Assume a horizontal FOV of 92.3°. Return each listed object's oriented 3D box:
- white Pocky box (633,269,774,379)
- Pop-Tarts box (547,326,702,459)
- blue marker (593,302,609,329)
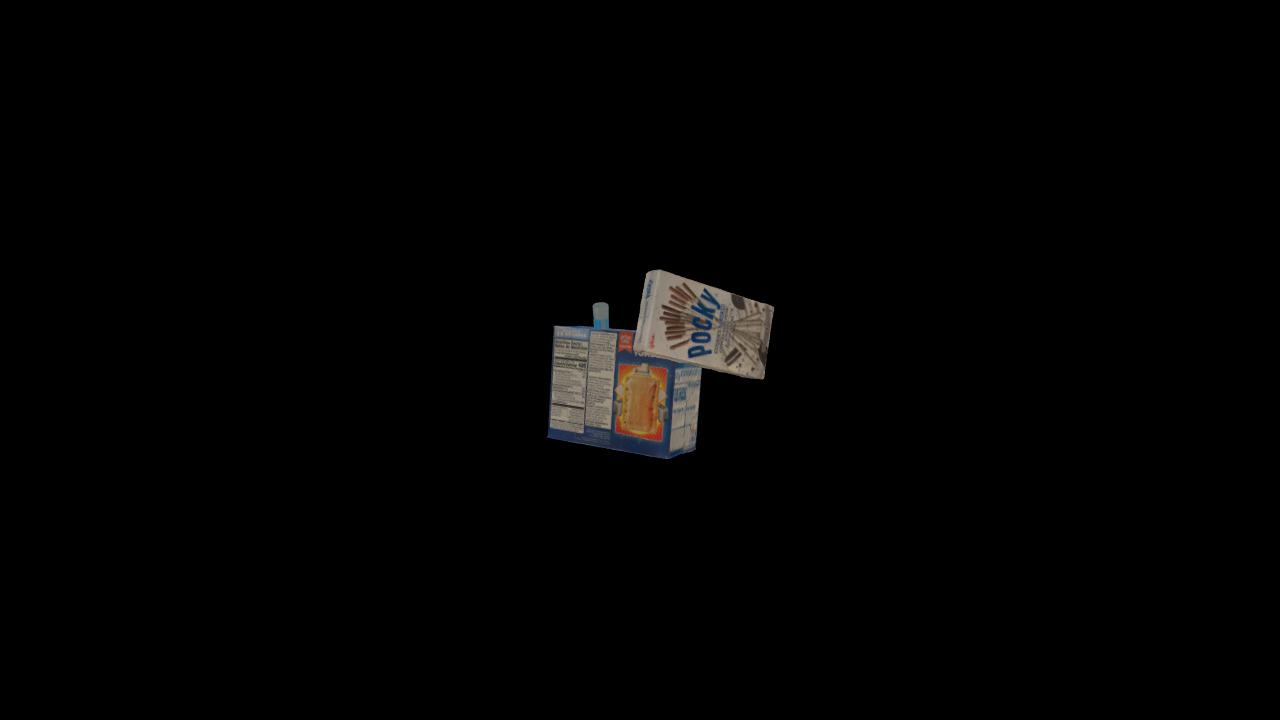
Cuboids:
[{"bbox_3d":[0.069,-0.033,0.632,0.154,0.084,0.028,13,-6,-30],"label":"white Pocky box"},{"bbox_3d":[-0.018,0.033,0.743,0.167,0.141,0.083,5,4,27],"label":"Pop-Tarts box"},{"bbox_3d":[-0.045,-0.011,0.745,0.020,0.121,0.020,-1,28,0],"label":"blue marker"}]
